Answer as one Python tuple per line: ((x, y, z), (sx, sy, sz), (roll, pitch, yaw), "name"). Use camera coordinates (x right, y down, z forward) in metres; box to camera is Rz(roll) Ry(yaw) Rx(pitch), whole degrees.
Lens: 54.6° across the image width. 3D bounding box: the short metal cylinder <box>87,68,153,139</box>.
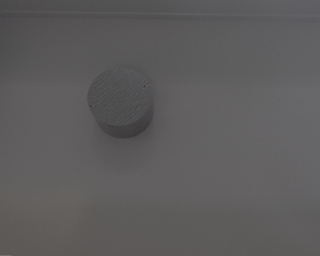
((-0.050, -0.032, 0.408), (0.080, 0.050, 0.080), (0, 70, 0), "short metal cylinder")
